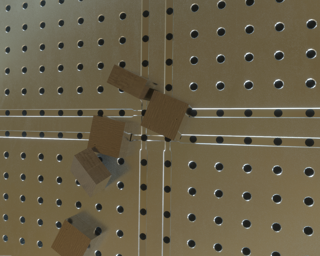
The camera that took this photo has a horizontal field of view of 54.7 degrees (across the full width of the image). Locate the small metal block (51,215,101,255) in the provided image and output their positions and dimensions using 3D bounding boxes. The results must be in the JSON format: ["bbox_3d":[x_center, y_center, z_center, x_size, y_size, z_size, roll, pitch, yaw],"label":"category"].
[{"bbox_3d":[-0.124,0.166,0.455,0.050,0.025,0.050,31,100,17],"label":"small metal block"}]

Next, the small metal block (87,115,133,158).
[{"bbox_3d":[-0.070,0.011,0.436,0.050,0.025,0.050,13,94,19],"label":"small metal block"}]

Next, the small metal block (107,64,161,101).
[{"bbox_3d":[-0.033,-0.058,0.410,0.050,0.050,0.025,28,99,17],"label":"small metal block"}]

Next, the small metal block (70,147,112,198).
[{"bbox_3d":[-0.097,0.062,0.432,0.050,0.025,0.050,49,144,13],"label":"small metal block"}]

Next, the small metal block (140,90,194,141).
[{"bbox_3d":[0.009,-0.017,0.409,0.050,0.025,0.050,24,98,18],"label":"small metal block"}]
